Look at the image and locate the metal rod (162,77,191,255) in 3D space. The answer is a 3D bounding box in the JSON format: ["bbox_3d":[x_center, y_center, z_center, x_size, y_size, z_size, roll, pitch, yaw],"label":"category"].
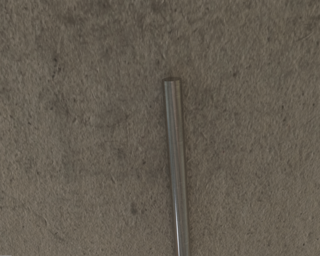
[{"bbox_3d":[0.026,0.078,0.439,0.025,0.025,0.298,-4,110,1],"label":"metal rod"}]
